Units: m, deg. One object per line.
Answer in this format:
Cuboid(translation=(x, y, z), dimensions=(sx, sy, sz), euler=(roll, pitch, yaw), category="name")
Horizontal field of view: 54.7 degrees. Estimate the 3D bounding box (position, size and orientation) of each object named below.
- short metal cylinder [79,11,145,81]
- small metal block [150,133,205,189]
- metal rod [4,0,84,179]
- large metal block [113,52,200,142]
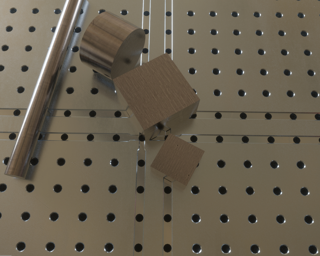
Cuboid(translation=(-0.063, -0.110, 0.422), dimensions=(0.050, 0.080, 0.080), euler=(31, 73, 10), category="short metal cylinder")
Cuboid(translation=(0.022, 0.042, 0.397), dimensions=(0.050, 0.025, 0.050), euler=(28, 72, 9), category="small metal block")
Cuboid(translation=(-0.155, -0.078, 0.438), dimensions=(0.025, 0.025, 0.299), euler=(10, 70, 3), category="metal rod")
Cuboid(translation=(-0.005, -0.040, 0.413), dimensions=(0.080, 0.050, 0.080), euler=(-29, 73, -10), category="large metal block")
